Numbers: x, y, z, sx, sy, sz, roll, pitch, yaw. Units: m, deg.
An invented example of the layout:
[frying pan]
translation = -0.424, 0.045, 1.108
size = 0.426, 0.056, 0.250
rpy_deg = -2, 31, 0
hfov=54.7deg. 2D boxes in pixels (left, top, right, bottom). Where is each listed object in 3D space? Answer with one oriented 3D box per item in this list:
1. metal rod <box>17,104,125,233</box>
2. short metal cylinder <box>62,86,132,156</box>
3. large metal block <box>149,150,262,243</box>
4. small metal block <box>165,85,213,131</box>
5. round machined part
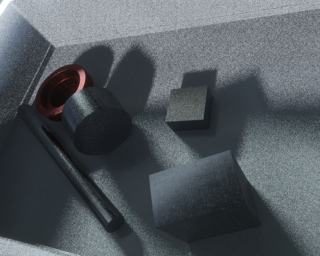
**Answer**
[metal rod]
translation = -0.146, 0.041, 0.454
size = 0.025, 0.025, 0.300
rpy_deg = -48, 52, -6
[short metal cylinder]
translation = -0.086, -0.009, 0.419
size = 0.080, 0.080, 0.050
rpy_deg = -40, 51, 1
[large metal block]
translation = 0.045, 0.071, 0.302
size = 0.080, 0.080, 0.050
rpy_deg = -20, 54, 16
[small metal block]
translation = 0.039, -0.025, 0.400
size = 0.050, 0.025, 0.050
rpy_deg = -3, 60, 26
[round machined part]
translation = -0.149, -0.052, 0.503
size = 0.098, 0.042, 0.098
rpy_deg = -13, 56, 20
